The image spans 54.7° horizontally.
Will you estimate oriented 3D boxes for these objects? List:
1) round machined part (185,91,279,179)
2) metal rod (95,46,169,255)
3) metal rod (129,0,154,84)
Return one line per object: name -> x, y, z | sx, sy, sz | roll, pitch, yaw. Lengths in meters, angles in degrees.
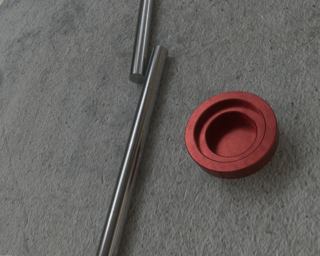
round machined part -> 0.081, 0.011, 0.344 | 0.098, 0.042, 0.098 | -13, 56, 21
metal rod -> -0.030, 0.014, 0.410 | 0.025, 0.025, 0.300 | -1, 61, 27
metal rod -> -0.025, -0.204, 0.542 | 0.025, 0.025, 0.299 | -10, 57, 23
